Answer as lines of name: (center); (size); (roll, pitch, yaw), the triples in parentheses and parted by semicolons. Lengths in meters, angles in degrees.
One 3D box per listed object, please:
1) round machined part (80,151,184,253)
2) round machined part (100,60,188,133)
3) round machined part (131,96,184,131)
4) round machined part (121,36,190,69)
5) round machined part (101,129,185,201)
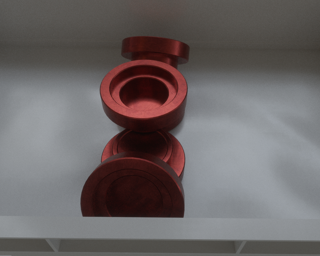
round machined part: (-0.025, 0.070, 0.310); (0.099, 0.097, 0.042); (5, 13, 3)
round machined part: (-0.018, -0.033, 0.364); (0.099, 0.042, 0.098); (0, 50, 0)
round machined part: (-0.014, -0.041, 0.426); (0.099, 0.042, 0.098); (0, 50, 0)
round machined part: (-0.008, -0.101, 0.453); (0.099, 0.098, 0.042); (5, 93, 4)
round machined part: (-0.020, 0.034, 0.362); (0.099, 0.042, 0.098); (0, 50, 0)
